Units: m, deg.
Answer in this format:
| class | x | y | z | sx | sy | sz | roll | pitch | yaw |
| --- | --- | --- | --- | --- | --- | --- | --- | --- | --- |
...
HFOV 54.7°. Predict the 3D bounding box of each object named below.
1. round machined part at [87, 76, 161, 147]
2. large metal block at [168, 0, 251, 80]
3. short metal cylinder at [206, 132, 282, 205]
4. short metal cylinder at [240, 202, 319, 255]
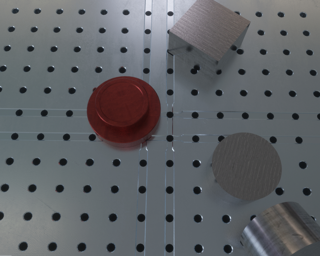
| class | x | y | z | sx | sy | sz | roll | pitch | yaw |
| --- | --- | --- | --- | --- | --- | --- | --- | --- | --- |
| round machined part | -0.048 | -0.027 | 0.412 | 0.099 | 0.042 | 0.098 | 0 | 70 | 0 |
| large metal block | 0.069 | -0.131 | 0.447 | 0.080 | 0.050 | 0.080 | 35 | 74 | 12 |
| short metal cylinder | 0.100 | 0.051 | 0.380 | 0.081 | 0.050 | 0.080 | 0 | 70 | 0 |
| short metal cylinder | 0.134 | 0.125 | 0.330 | 0.080 | 0.080 | 0.050 | -22 | 40 | -8 |
